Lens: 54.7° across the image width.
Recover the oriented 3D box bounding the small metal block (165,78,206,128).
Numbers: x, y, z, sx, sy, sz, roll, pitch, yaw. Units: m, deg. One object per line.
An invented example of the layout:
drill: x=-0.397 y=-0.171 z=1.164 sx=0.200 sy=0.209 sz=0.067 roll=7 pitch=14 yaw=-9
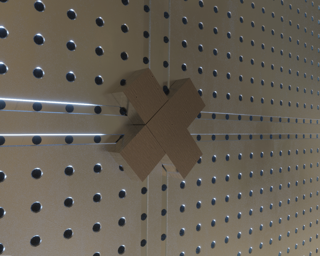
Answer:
small metal block: x=0.031 y=-0.035 z=0.437 sx=0.050 sy=0.025 sz=0.050 roll=-49 pitch=119 yaw=-29

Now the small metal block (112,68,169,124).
small metal block: x=-0.024 y=-0.040 z=0.391 sx=0.050 sy=0.025 sz=0.050 roll=-49 pitch=119 yaw=-29

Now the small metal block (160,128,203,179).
small metal block: x=0.027 y=0.035 z=0.434 sx=0.050 sy=0.025 sz=0.050 roll=-49 pitch=119 yaw=-29

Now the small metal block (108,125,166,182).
small metal block: x=-0.027 y=0.031 z=0.388 sx=0.050 sy=0.025 sz=0.050 roll=-49 pitch=119 yaw=-29

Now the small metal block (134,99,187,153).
small metal block: x=0.002 y=-0.002 z=0.412 sx=0.050 sy=0.025 sz=0.050 roll=-49 pitch=119 yaw=-29
